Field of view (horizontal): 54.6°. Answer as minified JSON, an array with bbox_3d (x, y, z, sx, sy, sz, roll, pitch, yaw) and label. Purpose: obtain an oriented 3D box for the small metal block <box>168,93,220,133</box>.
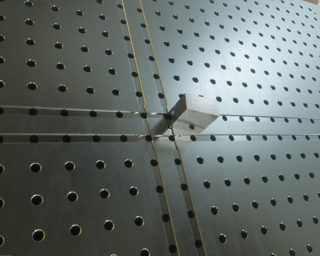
[{"bbox_3d":[0.046,-0.019,0.428,0.050,0.050,0.025,10,58,-23],"label":"small metal block"}]
